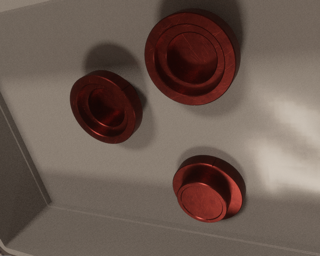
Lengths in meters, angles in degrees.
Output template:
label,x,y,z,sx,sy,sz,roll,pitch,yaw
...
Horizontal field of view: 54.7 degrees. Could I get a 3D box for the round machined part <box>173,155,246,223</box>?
label,x,y,z,sx,sy,sz,roll,pitch,yaw
round machined part,0.062,0.088,0.419,0.098,0.042,0.097,13,124,20

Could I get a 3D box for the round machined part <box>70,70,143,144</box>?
label,x,y,z,sx,sy,sz,roll,pitch,yaw
round machined part,-0.066,-0.031,0.412,0.098,0.042,0.097,13,124,20

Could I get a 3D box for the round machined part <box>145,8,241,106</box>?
label,x,y,z,sx,sy,sz,roll,pitch,yaw
round machined part,0.037,-0.077,0.330,0.098,0.042,0.097,13,124,20
